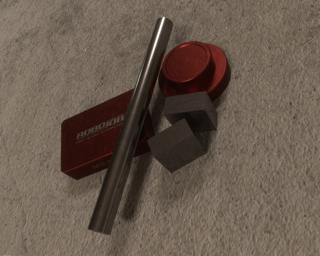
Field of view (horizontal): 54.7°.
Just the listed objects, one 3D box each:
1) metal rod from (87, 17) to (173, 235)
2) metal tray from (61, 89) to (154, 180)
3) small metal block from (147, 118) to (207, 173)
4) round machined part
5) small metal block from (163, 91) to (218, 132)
[{"bbox_3d":[-0.029,-0.021,0.391,0.025,0.025,0.300,1,62,28],"label":"metal rod"},{"bbox_3d":[-0.076,0.009,0.434,0.130,0.030,0.090,-23,53,14],"label":"metal tray"},{"bbox_3d":[0.021,0.022,0.363,0.050,0.050,0.025,-31,52,8],"label":"small metal block"},{"bbox_3d":[0.042,-0.078,0.418,0.098,0.042,0.098,-13,56,20],"label":"round machined part"},{"bbox_3d":[0.039,-0.017,0.377,0.050,0.050,0.025,-7,59,24],"label":"small metal block"}]
